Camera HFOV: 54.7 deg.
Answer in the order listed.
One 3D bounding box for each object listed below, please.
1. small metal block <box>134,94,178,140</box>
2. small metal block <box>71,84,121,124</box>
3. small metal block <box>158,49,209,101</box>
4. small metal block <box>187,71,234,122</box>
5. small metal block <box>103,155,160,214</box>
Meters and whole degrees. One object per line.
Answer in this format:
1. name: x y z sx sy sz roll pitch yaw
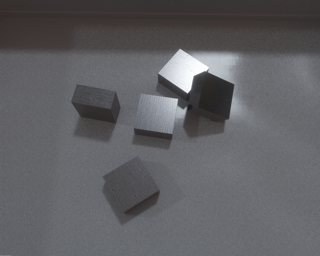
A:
1. small metal block: -0.005 -0.015 0.415 0.050 0.025 0.050 9 70 3
2. small metal block: -0.082 -0.031 0.407 0.050 0.050 0.025 11 71 4
3. small metal block: 0.033 -0.075 0.437 0.050 0.025 0.050 36 74 12
4. small metal block: 0.068 -0.041 0.411 0.050 0.025 0.050 18 75 -26
5. small metal block: -0.035 0.070 0.383 0.050 0.025 0.050 -30 73 -11
